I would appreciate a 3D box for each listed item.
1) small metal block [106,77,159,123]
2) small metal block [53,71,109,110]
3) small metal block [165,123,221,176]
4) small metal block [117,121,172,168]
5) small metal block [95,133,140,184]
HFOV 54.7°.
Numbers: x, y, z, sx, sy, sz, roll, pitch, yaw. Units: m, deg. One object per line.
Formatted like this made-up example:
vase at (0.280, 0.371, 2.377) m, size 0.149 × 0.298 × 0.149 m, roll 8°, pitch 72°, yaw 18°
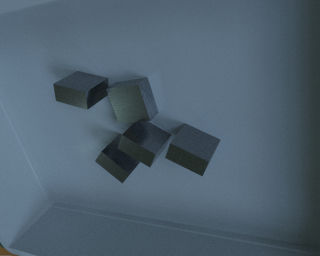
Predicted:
small metal block at (-0.036, -0.035, 0.406) m, size 0.050 × 0.025 × 0.050 m, roll -3°, pitch 117°, yaw 29°
small metal block at (-0.104, -0.052, 0.415) m, size 0.050 × 0.050 × 0.025 m, roll 16°, pitch 125°, yaw 19°
small metal block at (0.042, 0.026, 0.386) m, size 0.050 × 0.050 × 0.025 m, roll 26°, pitch 127°, yaw 12°
small metal block at (-0.020, 0.018, 0.414) m, size 0.050 × 0.050 × 0.025 m, roll 30°, pitch 128°, yaw 9°
small metal block at (-0.056, 0.043, 0.449) m, size 0.050 × 0.050 × 0.025 m, roll 39°, pitch 129°, yaw 1°
